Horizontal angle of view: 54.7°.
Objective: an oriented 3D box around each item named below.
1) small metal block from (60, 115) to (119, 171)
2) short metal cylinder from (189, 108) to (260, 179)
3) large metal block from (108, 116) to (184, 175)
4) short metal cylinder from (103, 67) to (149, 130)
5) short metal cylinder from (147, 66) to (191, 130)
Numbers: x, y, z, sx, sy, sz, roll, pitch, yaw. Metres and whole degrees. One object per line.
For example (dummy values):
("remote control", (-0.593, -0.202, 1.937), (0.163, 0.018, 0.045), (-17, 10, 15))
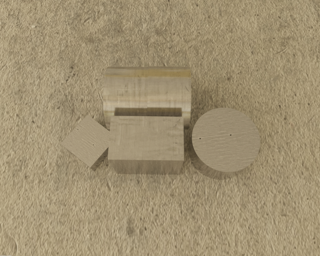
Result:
("small metal block", (-0.090, 0.020, 0.402), (0.050, 0.025, 0.050), (36, 74, 12))
("short metal cylinder", (0.078, 0.021, 0.389), (0.081, 0.050, 0.080), (0, 70, 0))
("large metal block", (-0.015, 0.024, 0.372), (0.081, 0.080, 0.050), (1, 70, 0))
("short metal cylinder", (-0.040, -0.037, 0.394), (0.050, 0.080, 0.080), (1, 70, 0))
("short metal cylinder", (0.011, -0.038, 0.394), (0.050, 0.080, 0.080), (1, 70, 0))
